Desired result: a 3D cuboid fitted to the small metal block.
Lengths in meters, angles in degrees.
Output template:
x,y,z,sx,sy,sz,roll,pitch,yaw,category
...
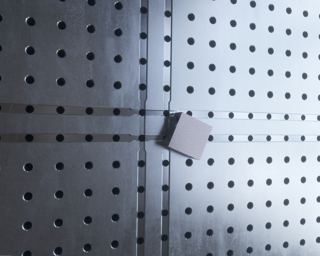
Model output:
x,y,z,sx,sy,sz,roll,pitch,yaw,category
0.038,0.011,0.428,0.050,0.025,0.050,25,82,-19,small metal block
